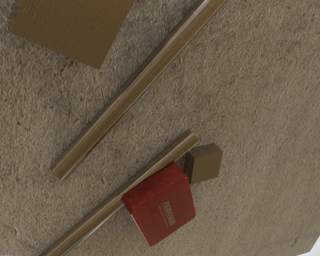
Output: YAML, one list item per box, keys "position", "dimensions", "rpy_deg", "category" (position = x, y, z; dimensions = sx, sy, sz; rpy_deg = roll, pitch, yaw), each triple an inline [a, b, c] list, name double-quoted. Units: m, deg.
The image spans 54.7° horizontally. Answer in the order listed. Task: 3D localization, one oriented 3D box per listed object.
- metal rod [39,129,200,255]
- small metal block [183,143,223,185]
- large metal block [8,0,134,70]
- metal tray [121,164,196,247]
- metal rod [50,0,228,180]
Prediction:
- position: [-0.066, 0.107, 0.438]
  dimensions: [0.300, 0.025, 0.025]
  rpy_deg: [-40, 130, -1]
  category: "metal rod"
- position: [0.066, 0.055, 0.479]
  dimensions: [0.050, 0.025, 0.050]
  rpy_deg: [-10, 123, -24]
  category: "small metal block"
- position: [-0.079, -0.111, 0.280]
  dimensions: [0.080, 0.050, 0.080]
  rpy_deg: [19, 108, -36]
  category: "large metal block"
- position: [0.003, 0.118, 0.461]
  dimensions: [0.090, 0.030, 0.129]
  rpy_deg: [-31, 140, -13]
  category: "metal tray"
- position: [-0.021, -0.056, 0.361]
  dimensions: [0.300, 0.025, 0.025]
  rpy_deg: [-47, 130, 5]
  category: "metal rod"
